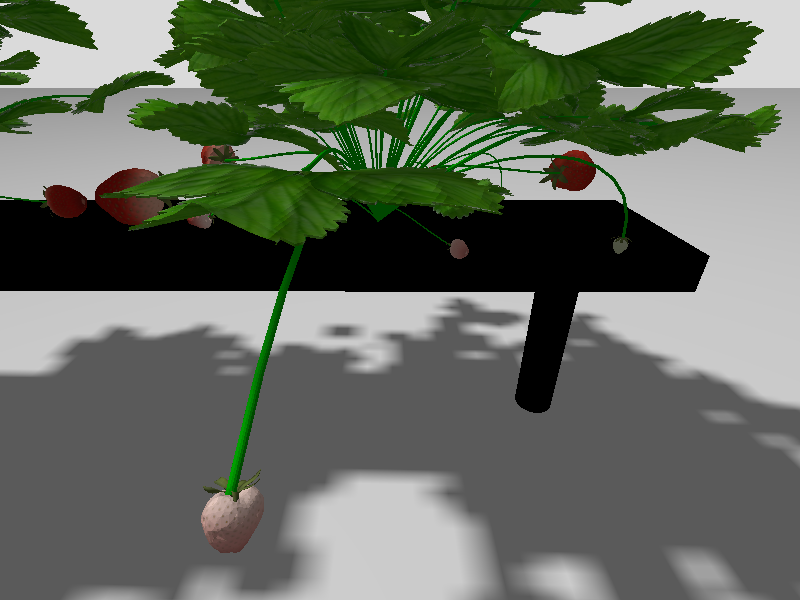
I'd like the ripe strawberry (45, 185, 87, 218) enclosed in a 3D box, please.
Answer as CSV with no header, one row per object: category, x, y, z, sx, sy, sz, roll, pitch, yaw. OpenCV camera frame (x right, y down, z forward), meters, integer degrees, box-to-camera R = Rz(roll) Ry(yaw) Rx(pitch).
ripe strawberry,-0.300,-0.089,0.361,0.029,0.030,0.026,-1,30,-3

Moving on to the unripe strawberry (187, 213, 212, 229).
unripe strawberry,-0.169,-0.070,0.338,0.019,0.019,0.021,-6,30,-6

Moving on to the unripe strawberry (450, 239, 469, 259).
unripe strawberry,0.042,-0.035,0.283,0.013,0.014,0.014,-19,35,-30

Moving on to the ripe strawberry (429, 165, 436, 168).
ripe strawberry,0.042,-0.149,0.475,0.025,0.021,0.025,12,21,21

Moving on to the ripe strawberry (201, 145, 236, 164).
ripe strawberry,-0.231,-0.179,0.505,0.044,0.046,0.040,22,36,34

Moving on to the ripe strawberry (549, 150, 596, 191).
ripe strawberry,0.193,-0.143,0.441,0.050,0.043,0.050,-13,32,-23

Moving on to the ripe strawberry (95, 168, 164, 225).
ripe strawberry,-0.231,-0.089,0.344,0.052,0.045,0.052,-1,30,-1

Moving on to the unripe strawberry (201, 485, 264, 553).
unripe strawberry,-0.046,0.061,0.111,0.015,0.017,0.017,3,2,5

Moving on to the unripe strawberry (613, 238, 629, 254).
unripe strawberry,0.153,-0.038,0.278,0.010,0.011,0.011,14,33,24
